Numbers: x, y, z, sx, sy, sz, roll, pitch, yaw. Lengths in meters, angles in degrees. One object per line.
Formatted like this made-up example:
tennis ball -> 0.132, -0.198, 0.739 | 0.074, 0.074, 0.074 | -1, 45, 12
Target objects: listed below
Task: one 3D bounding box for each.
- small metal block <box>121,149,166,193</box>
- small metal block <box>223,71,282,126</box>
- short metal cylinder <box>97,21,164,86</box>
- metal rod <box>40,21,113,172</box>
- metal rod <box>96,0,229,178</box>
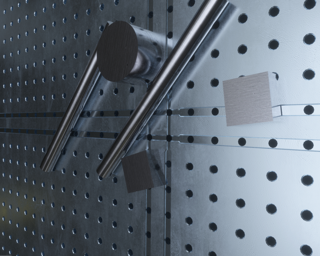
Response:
small metal block -> -0.023, 0.060, 0.429 | 0.050, 0.025, 0.050 | -21, 77, 38
small metal block -> 0.097, -0.029, 0.329 | 0.050, 0.025, 0.050 | -8, 85, 39
short metal cylinder -> -0.042, -0.101, 0.428 | 0.080, 0.050, 0.079 | 0, 90, 40
metal rod -> -0.141, -0.040, 0.525 | 0.025, 0.025, 0.298 | 47, 118, 29
metal rod -> -0.009, -0.041, 0.417 | 0.025, 0.025, 0.298 | 50, 119, 28
